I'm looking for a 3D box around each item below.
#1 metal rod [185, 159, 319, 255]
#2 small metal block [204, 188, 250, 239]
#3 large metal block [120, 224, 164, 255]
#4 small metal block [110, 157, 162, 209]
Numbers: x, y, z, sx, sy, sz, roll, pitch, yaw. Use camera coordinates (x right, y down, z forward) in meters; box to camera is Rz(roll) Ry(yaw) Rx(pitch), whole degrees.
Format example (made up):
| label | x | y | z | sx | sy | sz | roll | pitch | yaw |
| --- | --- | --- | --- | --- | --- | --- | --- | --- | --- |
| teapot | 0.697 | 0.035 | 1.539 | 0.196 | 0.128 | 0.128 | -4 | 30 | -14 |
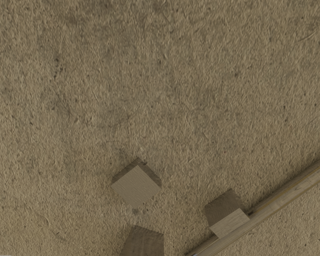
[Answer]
| label | x | y | z | sx | sy | sz | roll | pitch | yaw |
| --- | --- | --- | --- | --- | --- | --- | --- | --- | --- |
| metal rod | 0.154 | 0.120 | 0.455 | 0.300 | 0.025 | 0.025 | -41 | 105 | 13 |
| small metal block | 0.094 | 0.121 | 0.442 | 0.050 | 0.050 | 0.025 | -38 | 106 | 13 |
| large metal block | -0.032 | 0.206 | 0.456 | 0.050 | 0.080 | 0.079 | 20 | 109 | -8 |
| small metal block | -0.033 | 0.078 | 0.438 | 0.050 | 0.025 | 0.050 | -39 | 106 | 13 |
